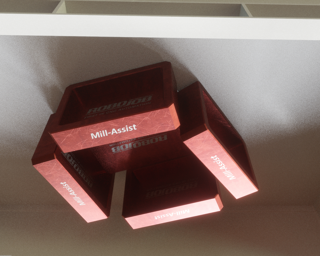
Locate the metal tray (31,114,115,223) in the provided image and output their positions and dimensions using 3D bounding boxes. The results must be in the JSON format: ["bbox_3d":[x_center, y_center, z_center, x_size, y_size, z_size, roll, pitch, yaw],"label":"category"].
[{"bbox_3d":[-0.104,0.050,0.405,0.030,0.090,0.130,-17,129,13],"label":"metal tray"}]

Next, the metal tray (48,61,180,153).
[{"bbox_3d":[-0.047,-0.025,0.341,0.131,0.090,0.030,-12,129,9],"label":"metal tray"}]

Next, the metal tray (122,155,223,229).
[{"bbox_3d":[0.015,0.083,0.435,0.130,0.090,0.030,-16,128,12],"label":"metal tray"}]

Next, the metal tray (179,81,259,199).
[{"bbox_3d":[0.071,0.016,0.379,0.030,0.090,0.130,-29,125,23],"label":"metal tray"}]

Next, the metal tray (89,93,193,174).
[{"bbox_3d":[-0.028,0.008,0.409,0.130,0.030,0.090,-15,129,12],"label":"metal tray"}]
